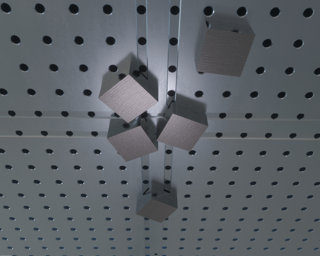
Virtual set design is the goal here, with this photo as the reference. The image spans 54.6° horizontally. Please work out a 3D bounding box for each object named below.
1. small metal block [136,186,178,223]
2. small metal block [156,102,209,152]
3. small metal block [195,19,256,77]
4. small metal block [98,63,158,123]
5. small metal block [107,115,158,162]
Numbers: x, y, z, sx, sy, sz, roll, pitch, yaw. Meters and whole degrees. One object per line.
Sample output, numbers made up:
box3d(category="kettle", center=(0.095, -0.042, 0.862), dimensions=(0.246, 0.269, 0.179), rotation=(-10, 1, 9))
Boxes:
box3d(category="small metal block", center=(-0.006, 0.130, 0.522), dimensions=(0.050, 0.025, 0.050), rotation=(26, 125, -21))
box3d(category="small metal block", center=(0.028, -0.001, 0.411), dimensions=(0.050, 0.025, 0.050), rotation=(19, 128, -16))
box3d(category="small metal block", center=(0.069, -0.087, 0.338), dimensions=(0.050, 0.025, 0.050), rotation=(6, 130, -6))
box3d(category="small metal block", center=(-0.037, -0.041, 0.376), dimensions=(0.050, 0.025, 0.050), rotation=(-33, 123, 25))
box3d(category="small metal block", center=(-0.036, 0.014, 0.423), dimensions=(0.050, 0.025, 0.050), rotation=(-21, 127, 16))
